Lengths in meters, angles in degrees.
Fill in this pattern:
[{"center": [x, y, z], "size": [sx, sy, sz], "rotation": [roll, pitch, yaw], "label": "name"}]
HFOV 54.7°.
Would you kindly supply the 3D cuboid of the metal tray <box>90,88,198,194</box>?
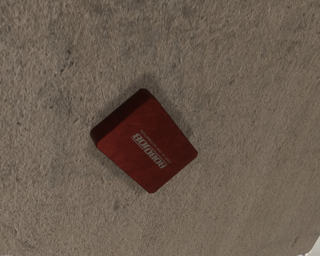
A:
[{"center": [-0.016, 0.022, 0.410], "size": [0.090, 0.030, 0.130], "rotation": [-41, 130, -1], "label": "metal tray"}]
